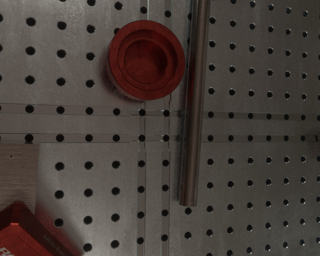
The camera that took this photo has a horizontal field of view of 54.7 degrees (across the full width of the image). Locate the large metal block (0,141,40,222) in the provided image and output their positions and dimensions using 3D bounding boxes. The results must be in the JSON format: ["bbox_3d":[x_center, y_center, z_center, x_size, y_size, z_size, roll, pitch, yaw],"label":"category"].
[{"bbox_3d":[-0.176,0.054,0.335,0.081,0.050,0.079,4,89,-20],"label":"large metal block"}]

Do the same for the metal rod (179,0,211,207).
[{"bbox_3d":[0.049,-0.043,0.431,0.025,0.025,0.298,5,89,-20],"label":"metal rod"}]

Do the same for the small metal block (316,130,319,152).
[{"bbox_3d":[0.299,0.025,0.526,0.050,0.025,0.050,-13,95,-20],"label":"small metal block"}]

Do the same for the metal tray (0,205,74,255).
[{"bbox_3d":[-0.147,0.152,0.326,0.090,0.030,0.130,-32,119,-4],"label":"metal tray"}]

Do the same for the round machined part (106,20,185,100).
[{"bbox_3d":[-0.021,-0.083,0.397,0.099,0.042,0.097,0,90,-21],"label":"round machined part"}]
